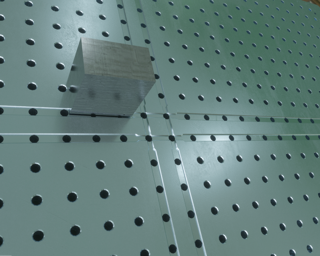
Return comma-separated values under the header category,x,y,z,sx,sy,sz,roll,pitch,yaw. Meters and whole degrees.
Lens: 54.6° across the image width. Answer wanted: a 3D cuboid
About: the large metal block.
category,x,y,z,sx,sy,sz,roll,pitch,yaw
large metal block,-0.062,-0.057,0.374,0.081,0.080,0.050,2,61,-27
